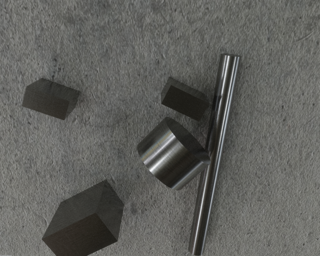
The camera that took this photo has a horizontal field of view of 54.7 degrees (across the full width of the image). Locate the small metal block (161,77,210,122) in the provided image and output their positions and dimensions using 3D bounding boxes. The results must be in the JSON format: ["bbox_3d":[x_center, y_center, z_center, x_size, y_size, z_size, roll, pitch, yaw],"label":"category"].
[{"bbox_3d":[0.029,-0.037,0.383,0.050,0.050,0.025,25,108,-9],"label":"small metal block"}]

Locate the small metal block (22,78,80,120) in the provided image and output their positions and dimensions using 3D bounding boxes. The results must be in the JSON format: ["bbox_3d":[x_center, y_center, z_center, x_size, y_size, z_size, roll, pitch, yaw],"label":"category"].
[{"bbox_3d":[-0.132,-0.037,0.381,0.050,0.050,0.025,19,109,-7],"label":"small metal block"}]

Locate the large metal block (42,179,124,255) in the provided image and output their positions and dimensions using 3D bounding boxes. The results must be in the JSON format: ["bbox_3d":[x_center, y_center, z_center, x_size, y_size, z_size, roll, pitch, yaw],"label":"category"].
[{"bbox_3d":[-0.101,0.127,0.426,0.080,0.080,0.050,-28,108,9],"label":"large metal block"}]

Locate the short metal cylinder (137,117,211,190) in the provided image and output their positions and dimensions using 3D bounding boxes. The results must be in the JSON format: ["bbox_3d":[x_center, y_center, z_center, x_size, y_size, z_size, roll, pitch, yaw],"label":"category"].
[{"bbox_3d":[0.018,0.032,0.392,0.080,0.080,0.050,41,105,-14],"label":"short metal cylinder"}]

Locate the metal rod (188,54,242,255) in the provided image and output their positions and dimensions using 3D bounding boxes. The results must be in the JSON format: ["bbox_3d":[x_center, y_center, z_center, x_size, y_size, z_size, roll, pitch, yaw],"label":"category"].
[{"bbox_3d":[0.072,0.050,0.429,0.025,0.025,0.298,5,110,-3],"label":"metal rod"}]
